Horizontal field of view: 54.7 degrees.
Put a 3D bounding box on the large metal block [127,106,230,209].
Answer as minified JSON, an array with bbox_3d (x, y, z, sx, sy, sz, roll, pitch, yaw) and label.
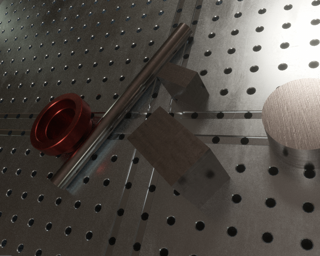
[{"bbox_3d":[0.022,0.033,0.340,0.050,0.080,0.080,-45,51,-3],"label":"large metal block"}]

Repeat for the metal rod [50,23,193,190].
[{"bbox_3d":[-0.051,-0.037,0.456,0.025,0.025,0.300,31,79,37],"label":"metal rod"}]

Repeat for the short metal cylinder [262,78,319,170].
[{"bbox_3d":[0.150,-0.004,0.316,0.080,0.050,0.080,-13,56,20],"label":"short metal cylinder"}]

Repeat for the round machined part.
[{"bbox_3d":[-0.142,-0.001,0.467,0.098,0.042,0.098,-17,51,23],"label":"round machined part"}]

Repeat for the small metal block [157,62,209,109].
[{"bbox_3d":[0.031,-0.056,0.409,0.050,0.050,0.025,28,78,37],"label":"small metal block"}]
